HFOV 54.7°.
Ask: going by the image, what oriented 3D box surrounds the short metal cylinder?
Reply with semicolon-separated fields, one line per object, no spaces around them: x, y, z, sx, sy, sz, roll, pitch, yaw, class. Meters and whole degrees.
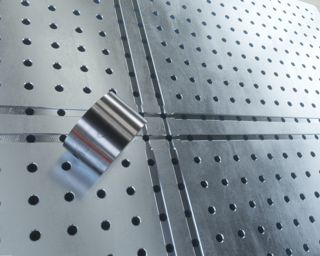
-0.058;0.007;0.338;0.050;0.080;0.080;40;51;-2;short metal cylinder
